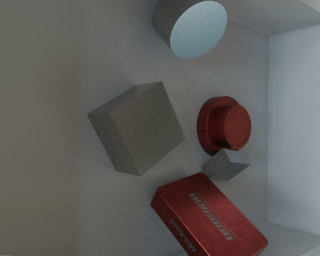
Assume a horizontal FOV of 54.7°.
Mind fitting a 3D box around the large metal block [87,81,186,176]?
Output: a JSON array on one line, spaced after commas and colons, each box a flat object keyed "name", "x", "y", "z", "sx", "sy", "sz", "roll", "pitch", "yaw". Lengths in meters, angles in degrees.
[{"name": "large metal block", "x": -0.026, "y": -0.001, "z": 0.371, "sx": 0.080, "sy": 0.050, "sz": 0.080, "roll": -37, "pitch": 113, "yaw": -34}]

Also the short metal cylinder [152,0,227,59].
[{"name": "short metal cylinder", "x": 0.037, "y": -0.136, "z": 0.396, "sx": 0.081, "sy": 0.050, "sz": 0.080, "roll": -21, "pitch": 144, "yaw": -16}]

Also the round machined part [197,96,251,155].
[{"name": "round machined part", "x": 0.107, "y": -0.002, "z": 0.488, "sx": 0.099, "sy": 0.042, "sz": 0.097, "roll": 0, "pitch": 90, "yaw": -40}]

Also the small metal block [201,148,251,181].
[{"name": "small metal block", "x": 0.101, "y": 0.057, "z": 0.475, "sx": 0.050, "sy": 0.050, "sz": 0.025, "roll": 11, "pitch": 45, "yaw": -40}]

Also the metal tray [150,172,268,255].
[{"name": "metal tray", "x": 0.061, "y": 0.121, "z": 0.398, "sx": 0.091, "sy": 0.130, "sz": 0.030, "roll": -11, "pitch": 135, "yaw": -40}]
